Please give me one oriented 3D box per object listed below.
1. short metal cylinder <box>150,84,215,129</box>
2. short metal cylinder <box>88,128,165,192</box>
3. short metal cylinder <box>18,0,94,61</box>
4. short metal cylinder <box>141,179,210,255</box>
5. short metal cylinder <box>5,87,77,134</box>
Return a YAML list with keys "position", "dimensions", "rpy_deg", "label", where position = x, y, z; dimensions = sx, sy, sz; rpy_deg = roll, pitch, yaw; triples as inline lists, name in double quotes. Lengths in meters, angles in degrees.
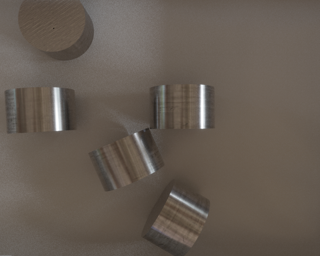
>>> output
- position: [0.027, -0.024, 0.384]
  dimensions: [0.081, 0.080, 0.050]
  rpy_deg: [0, 90, -1]
  label: "short metal cylinder"
- position: [-0.041, 0.038, 0.383]
  dimensions: [0.080, 0.080, 0.050]
  rpy_deg: [-23, 90, 0]
  label: "short metal cylinder"
- position: [-0.130, -0.132, 0.397]
  dimensions: [0.081, 0.050, 0.079]
  rpy_deg: [0, 90, -1]
  label: "short metal cylinder"
- position: [0.019, 0.111, 0.384]
  dimensions: [0.050, 0.080, 0.080]
  rpy_deg: [31, 90, -1]
  label: "short metal cylinder"
- position: [-0.146, -0.020, 0.382]
  dimensions: [0.081, 0.080, 0.050]
  rpy_deg: [-3, 90, -1]
  label: "short metal cylinder"
